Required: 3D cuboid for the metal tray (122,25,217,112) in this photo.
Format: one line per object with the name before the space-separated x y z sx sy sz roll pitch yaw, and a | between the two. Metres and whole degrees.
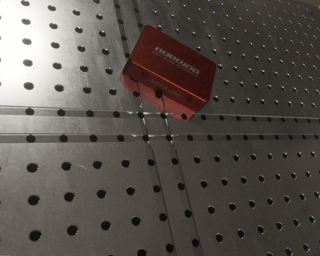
metal tray | 0.019 -0.092 0.473 0.131 0.030 0.090 27 52 -12
